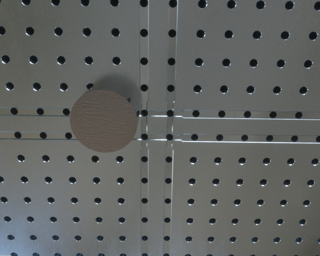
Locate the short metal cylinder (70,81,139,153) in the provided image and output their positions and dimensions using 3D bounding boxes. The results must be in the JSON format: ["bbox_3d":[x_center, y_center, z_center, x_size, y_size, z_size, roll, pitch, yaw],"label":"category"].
[{"bbox_3d":[-0.067,-0.015,0.394,0.080,0.050,0.079,0,110,0],"label":"short metal cylinder"}]
